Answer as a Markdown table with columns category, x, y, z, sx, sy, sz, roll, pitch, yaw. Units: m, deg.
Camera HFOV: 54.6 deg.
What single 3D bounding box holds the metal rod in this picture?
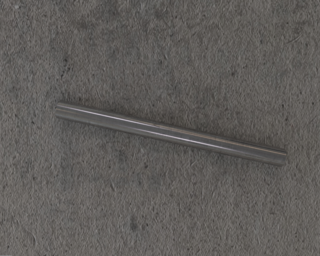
| category | x | y | z | sx | sy | sz | roll | pitch | yaw |
| --- | --- | --- | --- | --- | --- | --- | --- | --- | --- |
| metal rod | 0.015 | 0.007 | 0.410 | 0.301 | 0.025 | 0.025 | 12 | 90 | 0 |
